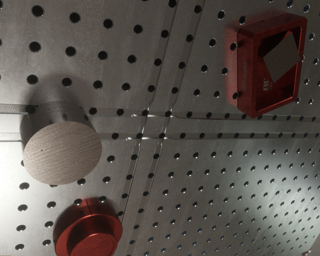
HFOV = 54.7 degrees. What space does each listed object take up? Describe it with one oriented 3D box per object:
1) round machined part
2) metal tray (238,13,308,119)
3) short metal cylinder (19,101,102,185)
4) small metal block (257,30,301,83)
[{"bbox_3d":[-0.100,0.162,0.447,0.099,0.042,0.097,-14,124,-21],"label":"round machined part"},{"bbox_3d":[0.158,-0.086,0.443,0.091,0.030,0.129,-22,127,-16],"label":"metal tray"},{"bbox_3d":[-0.111,0.016,0.345,0.081,0.050,0.079,-14,125,-21],"label":"short metal cylinder"},{"bbox_3d":[0.158,-0.098,0.422,0.050,0.025,0.050,-42,130,0],"label":"small metal block"}]
